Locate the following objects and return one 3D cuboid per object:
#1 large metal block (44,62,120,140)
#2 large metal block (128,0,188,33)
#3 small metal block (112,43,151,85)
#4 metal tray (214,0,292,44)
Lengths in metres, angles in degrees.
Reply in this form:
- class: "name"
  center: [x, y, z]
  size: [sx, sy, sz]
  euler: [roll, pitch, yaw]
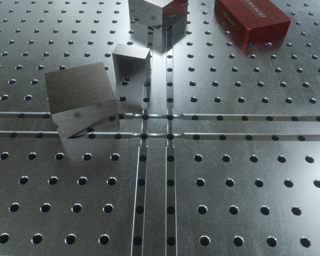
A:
- class: "large metal block"
  center: [-0.106, -0.039, 0.423]
  size: [0.081, 0.050, 0.080]
  euler: [-15, 52, -12]
- class: "large metal block"
  center: [-0.003, -0.235, 0.588]
  size: [0.080, 0.050, 0.080]
  euler: [31, 56, 23]
- class: "small metal block"
  center: [-0.042, -0.097, 0.472]
  size: [0.050, 0.050, 0.025]
  euler: [12, 51, 9]
- class: "metal tray"
  center: [0.171, -0.215, 0.586]
  size: [0.091, 0.030, 0.130]
  euler: [-15, 52, -12]
